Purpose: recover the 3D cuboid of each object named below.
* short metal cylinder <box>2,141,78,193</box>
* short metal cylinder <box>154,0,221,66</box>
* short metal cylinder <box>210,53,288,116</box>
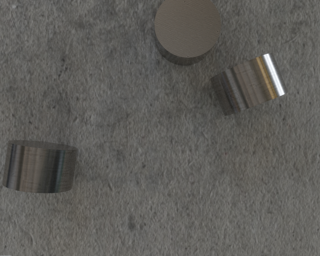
[{"bbox_3d":[-0.146,0.045,0.381,0.081,0.080,0.050,8,90,-1],"label":"short metal cylinder"},{"bbox_3d":[0.033,-0.125,0.398,0.081,0.050,0.079,0,90,-1],"label":"short metal cylinder"},{"bbox_3d":[0.109,-0.053,0.384,0.080,0.080,0.050,-22,90,0],"label":"short metal cylinder"}]
